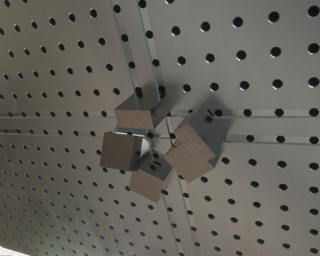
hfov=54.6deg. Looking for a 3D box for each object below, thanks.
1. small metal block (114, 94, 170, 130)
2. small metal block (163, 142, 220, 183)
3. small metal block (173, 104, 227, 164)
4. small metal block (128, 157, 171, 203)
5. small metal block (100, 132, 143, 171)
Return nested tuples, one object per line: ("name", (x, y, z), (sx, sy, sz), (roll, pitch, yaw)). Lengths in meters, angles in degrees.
("small metal block", (-0.021, -0.022, 0.393), (0.050, 0.050, 0.025), (4, 120, 26))
("small metal block", (0.042, 0.039, 0.414), (0.050, 0.025, 0.050), (47, 129, -5))
("small metal block", (0.050, 0.006, 0.373), (0.050, 0.050, 0.025), (49, 129, -7))
("small metal block", (-0.016, 0.079, 0.469), (0.050, 0.025, 0.050), (24, 127, 13))
("small metal block", (-0.056, 0.034, 0.447), (0.050, 0.025, 0.050), (5, 86, 25))
